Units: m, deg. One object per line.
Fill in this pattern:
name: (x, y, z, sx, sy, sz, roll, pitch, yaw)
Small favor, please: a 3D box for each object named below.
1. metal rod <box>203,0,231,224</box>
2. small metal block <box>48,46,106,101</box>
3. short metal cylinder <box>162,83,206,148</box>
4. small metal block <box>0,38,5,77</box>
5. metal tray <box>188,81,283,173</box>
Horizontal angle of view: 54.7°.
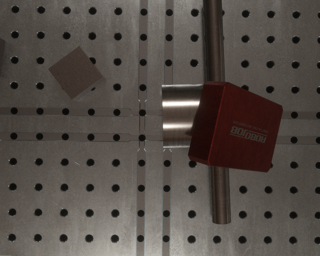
metal rod: (0.076, -0.024, 0.414, 0.025, 0.025, 0.298, -2, 90, -1)
small metal block: (-0.109, -0.071, 0.412, 0.050, 0.025, 0.050, -37, 90, 0)
short metal cylinder: (0.028, -0.015, 0.386, 0.050, 0.080, 0.079, -1, 90, 0)
small metal block: (-0.240, -0.098, 0.410, 0.050, 0.025, 0.050, 8, 90, -1)
metal tray: (0.096, 0.003, 0.373, 0.131, 0.030, 0.089, 12, 90, -42)
